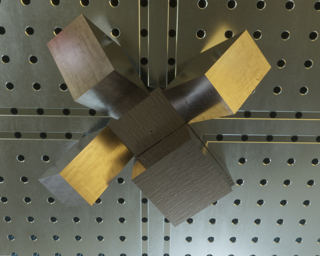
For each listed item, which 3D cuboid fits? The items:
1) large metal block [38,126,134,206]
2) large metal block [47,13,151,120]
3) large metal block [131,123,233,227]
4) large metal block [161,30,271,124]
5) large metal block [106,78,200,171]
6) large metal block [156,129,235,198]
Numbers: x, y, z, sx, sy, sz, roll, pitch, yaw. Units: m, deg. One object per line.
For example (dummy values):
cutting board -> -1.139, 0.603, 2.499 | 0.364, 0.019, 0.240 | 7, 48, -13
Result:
large metal block -> -0.093, 0.049, 0.385 | 0.050, 0.080, 0.080 | 51, 144, -15
large metal block -> -0.065, -0.064, 0.344 | 0.050, 0.080, 0.080 | -36, 67, 12
large metal block -> 0.025, 0.055, 0.366 | 0.080, 0.050, 0.080 | -36, 107, 11
large metal block -> 0.062, -0.054, 0.348 | 0.050, 0.080, 0.080 | 50, 63, -16
large metal block -> -0.008, -0.004, 0.398 | 0.080, 0.050, 0.080 | -36, 106, 12
large metal block -> 0.041, 0.057, 0.420 | 0.080, 0.050, 0.080 | -35, 105, 11
